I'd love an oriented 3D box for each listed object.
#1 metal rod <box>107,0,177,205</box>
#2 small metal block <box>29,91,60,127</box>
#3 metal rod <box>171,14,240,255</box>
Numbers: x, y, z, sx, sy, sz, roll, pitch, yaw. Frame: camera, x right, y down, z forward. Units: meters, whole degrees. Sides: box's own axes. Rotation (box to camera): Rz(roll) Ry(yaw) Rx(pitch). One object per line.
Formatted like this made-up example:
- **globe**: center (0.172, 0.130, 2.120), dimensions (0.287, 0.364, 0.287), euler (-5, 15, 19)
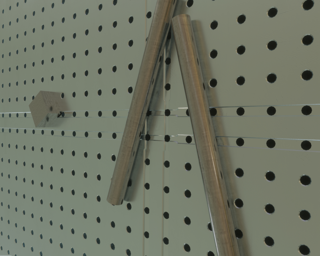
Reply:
- **metal rod**: center (-0.028, -0.031, 0.430), dimensions (0.025, 0.025, 0.298), euler (25, 106, 37)
- **small metal block**: center (-0.220, -0.035, 0.587), dimensions (0.050, 0.025, 0.050), euler (-38, 67, 33)
- **metal rod**: center (0.052, 0.010, 0.364), dimensions (0.025, 0.025, 0.298), euler (-17, 79, 38)
